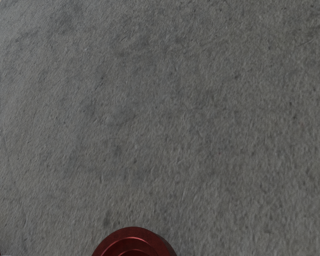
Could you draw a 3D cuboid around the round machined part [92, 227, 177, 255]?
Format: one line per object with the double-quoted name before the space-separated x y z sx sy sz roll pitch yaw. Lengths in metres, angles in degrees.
"round machined part" -0.023 0.153 0.310 0.098 0.042 0.098 -13 56 20
